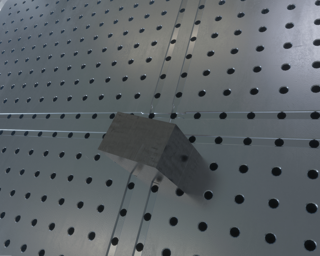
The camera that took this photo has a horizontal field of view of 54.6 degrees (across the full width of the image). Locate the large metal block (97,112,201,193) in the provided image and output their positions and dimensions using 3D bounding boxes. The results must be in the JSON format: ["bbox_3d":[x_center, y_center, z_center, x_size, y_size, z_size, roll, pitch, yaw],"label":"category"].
[{"bbox_3d":[-0.010,0.029,0.361,0.080,0.080,0.050,13,69,33],"label":"large metal block"}]
